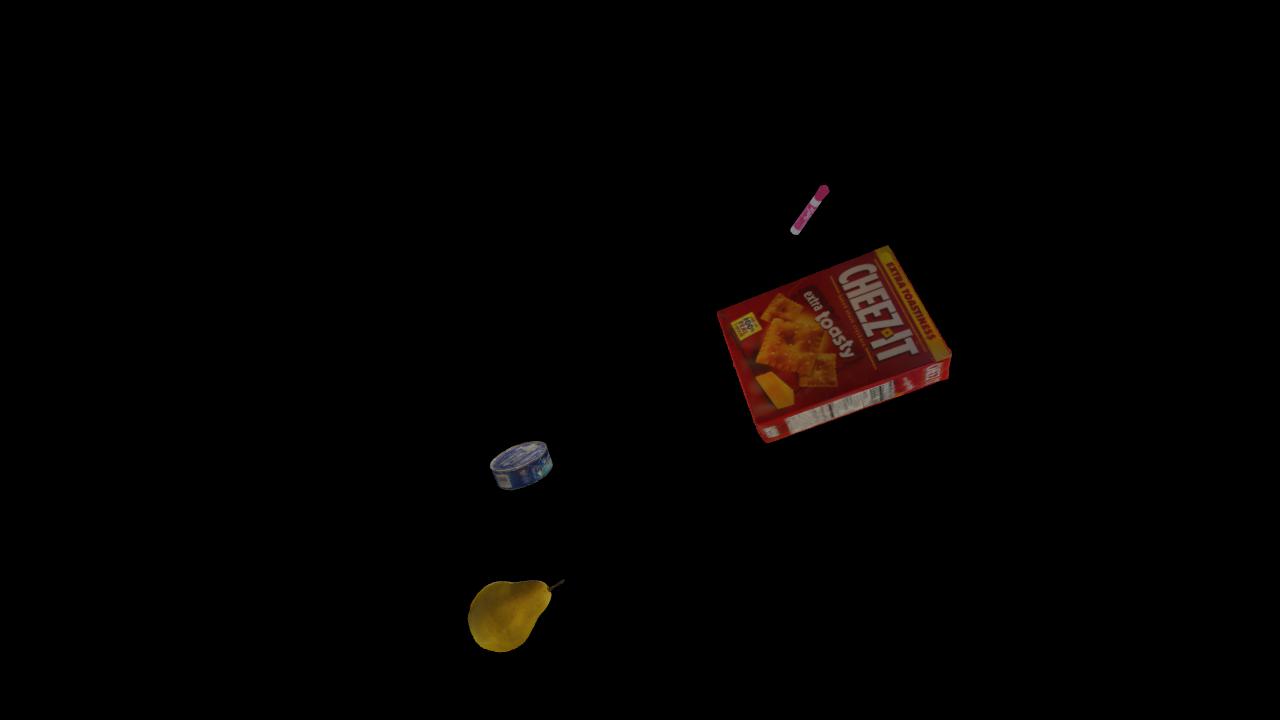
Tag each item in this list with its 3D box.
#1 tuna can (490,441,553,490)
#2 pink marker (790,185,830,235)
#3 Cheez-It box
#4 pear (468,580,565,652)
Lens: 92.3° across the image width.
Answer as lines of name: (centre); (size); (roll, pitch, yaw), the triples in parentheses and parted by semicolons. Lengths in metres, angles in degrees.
tuna can: (-0.168, 0.150, 0.876); (0.084, 0.034, 0.084); (-15, 16, 4)
pink marker: (0.302, -0.267, 1.095); (0.020, 0.020, 0.121); (0, -26, -15)
Cheez-It box: (0.222, -0.018, 0.730); (0.223, 0.166, 0.071); (-21, -31, 11)
pear: (-0.138, 0.280, 0.698); (0.111, 0.080, 0.080); (-37, -8, 11)
